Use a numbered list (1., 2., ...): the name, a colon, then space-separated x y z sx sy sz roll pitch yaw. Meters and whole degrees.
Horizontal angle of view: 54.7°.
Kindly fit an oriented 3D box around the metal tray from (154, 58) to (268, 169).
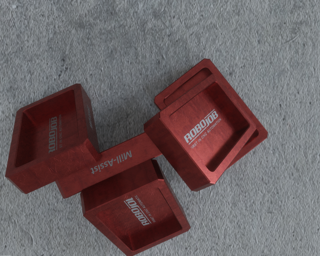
1. metal tray: 0.065 -0.014 0.409 0.090 0.030 0.130 -38 91 -1

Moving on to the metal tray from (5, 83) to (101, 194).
1. metal tray: -0.124 0.005 0.362 0.090 0.130 0.030 -24 129 -1

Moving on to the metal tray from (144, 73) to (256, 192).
1. metal tray: 0.052 -0.001 0.356 0.090 0.030 0.131 52 45 -1

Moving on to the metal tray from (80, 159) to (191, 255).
1. metal tray: -0.023 0.100 0.367 0.090 0.030 0.130 -25 135 0

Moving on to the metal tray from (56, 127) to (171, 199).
1. metal tray: -0.052 0.037 0.378 0.131 0.090 0.030 -25 90 0
